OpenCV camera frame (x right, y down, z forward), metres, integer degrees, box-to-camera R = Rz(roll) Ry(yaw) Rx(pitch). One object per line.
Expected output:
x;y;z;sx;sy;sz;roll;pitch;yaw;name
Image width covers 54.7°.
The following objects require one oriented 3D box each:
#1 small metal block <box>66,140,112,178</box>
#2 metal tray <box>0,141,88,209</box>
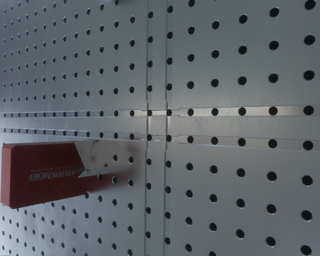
-0.111;0.047;0.485;0.025;0.050;0.050;-43;64;31;small metal block
-0.175;0.068;0.485;0.030;0.131;0.089;5;93;40;metal tray
